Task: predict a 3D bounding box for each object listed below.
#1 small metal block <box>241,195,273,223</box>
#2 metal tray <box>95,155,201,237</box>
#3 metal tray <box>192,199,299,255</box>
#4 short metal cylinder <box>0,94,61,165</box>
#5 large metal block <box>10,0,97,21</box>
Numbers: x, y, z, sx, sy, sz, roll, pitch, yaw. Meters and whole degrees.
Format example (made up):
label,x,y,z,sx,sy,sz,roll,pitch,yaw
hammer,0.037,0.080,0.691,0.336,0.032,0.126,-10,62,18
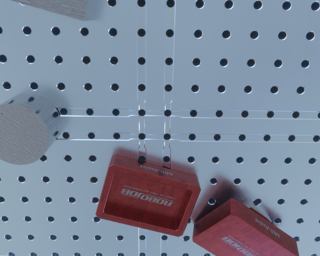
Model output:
label,x,y,z,sx,sy,sz,roll,pitch,yaw
small metal block,0.133,0.138,0.466,0.050,0.025,0.050,-40,106,13
metal tray,-0.018,0.099,0.447,0.131,0.030,0.089,16,109,-6
metal tray,0.126,0.168,0.460,0.130,0.030,0.090,35,124,-13
short metal cylinder,-0.175,0.000,0.398,0.081,0.050,0.079,0,110,-1
large metal block,-0.109,-0.168,0.336,0.081,0.050,0.079,15,109,-6
